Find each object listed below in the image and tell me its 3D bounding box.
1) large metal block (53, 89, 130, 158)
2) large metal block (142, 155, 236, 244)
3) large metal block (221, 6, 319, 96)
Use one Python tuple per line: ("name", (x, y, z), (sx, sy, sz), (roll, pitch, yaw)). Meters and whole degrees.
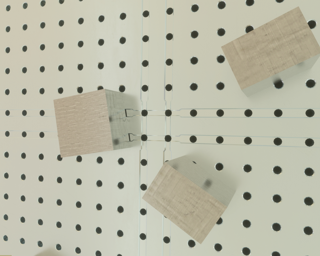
("large metal block", (-0.094, -0.005, 0.431), (0.080, 0.050, 0.080), (-9, 87, 19))
("large metal block", (0.038, 0.080, 0.369), (0.080, 0.080, 0.050), (35, 101, 16))
("large metal block", (0.121, -0.077, 0.341), (0.080, 0.080, 0.050), (-25, 82, 18))
